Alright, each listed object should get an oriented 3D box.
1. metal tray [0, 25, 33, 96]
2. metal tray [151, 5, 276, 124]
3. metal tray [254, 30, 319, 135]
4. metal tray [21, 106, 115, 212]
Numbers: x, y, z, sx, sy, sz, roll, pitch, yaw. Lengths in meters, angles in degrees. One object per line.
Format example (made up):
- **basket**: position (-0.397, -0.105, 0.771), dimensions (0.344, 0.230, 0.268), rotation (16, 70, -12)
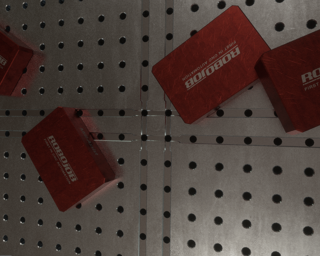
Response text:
- **metal tray**: position (-0.280, -0.123, 0.506), dimensions (0.130, 0.030, 0.090), rotation (37, 101, 15)
- **metal tray**: position (0.066, -0.075, 0.386), dimensions (0.130, 0.030, 0.090), rotation (-35, 79, 16)
- **metal tray**: position (0.180, -0.058, 0.326), dimensions (0.131, 0.030, 0.090), rotation (-23, 82, 0)
- **metal tray**: position (-0.137, 0.044, 0.457), dimensions (0.090, 0.030, 0.130), rotation (-36, 79, 16)
